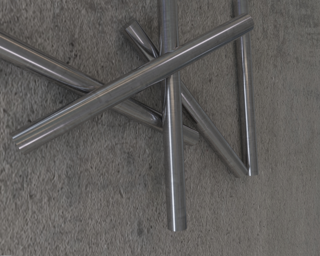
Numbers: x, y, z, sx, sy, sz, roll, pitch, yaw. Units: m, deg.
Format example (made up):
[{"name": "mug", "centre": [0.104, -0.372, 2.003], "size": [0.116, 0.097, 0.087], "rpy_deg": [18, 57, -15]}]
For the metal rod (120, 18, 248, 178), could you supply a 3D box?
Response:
[{"name": "metal rod", "centre": [0.048, -0.025, 0.444], "size": [0.300, 0.025, 0.025], "rpy_deg": [49, 61, -29]}]

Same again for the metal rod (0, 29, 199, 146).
[{"name": "metal rod", "centre": [-0.062, -0.037, 0.352], "size": [0.301, 0.025, 0.025], "rpy_deg": [25, 74, -37]}]

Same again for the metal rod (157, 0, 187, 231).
[{"name": "metal rod", "centre": [0.015, -0.024, 0.382], "size": [0.025, 0.025, 0.298], "rpy_deg": [-5, 93, -40]}]

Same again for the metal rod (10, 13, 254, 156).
[{"name": "metal rod", "centre": [-0.013, -0.059, 0.342], "size": [0.302, 0.025, 0.025], "rpy_deg": [-31, 111, -19]}]

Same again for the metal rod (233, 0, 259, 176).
[{"name": "metal rod", "centre": [0.146, -0.068, 0.526], "size": [0.025, 0.025, 0.298], "rpy_deg": [-8, 95, -40]}]
